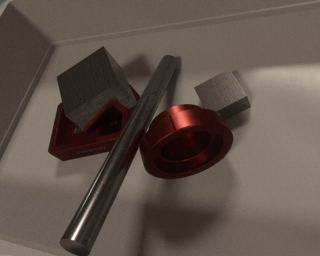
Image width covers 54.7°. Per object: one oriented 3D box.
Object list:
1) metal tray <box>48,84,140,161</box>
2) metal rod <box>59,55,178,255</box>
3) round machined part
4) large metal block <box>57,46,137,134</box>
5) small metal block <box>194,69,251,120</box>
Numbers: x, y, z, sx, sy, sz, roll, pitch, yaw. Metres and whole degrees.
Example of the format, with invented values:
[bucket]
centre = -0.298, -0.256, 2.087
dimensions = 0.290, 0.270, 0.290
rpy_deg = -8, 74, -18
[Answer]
[metal tray]
centre = -0.096, -0.007, 0.455
dimensions = 0.130, 0.030, 0.090
rpy_deg = -13, 56, 20
[metal rod]
centre = -0.026, -0.002, 0.350
dimensions = 0.025, 0.025, 0.301
rpy_deg = -6, 37, 25
[round machined part]
centre = 0.025, 0.012, 0.337
dimensions = 0.098, 0.098, 0.042
rpy_deg = -27, 53, 11
[large metal block]
centre = -0.088, -0.052, 0.427
dimensions = 0.080, 0.050, 0.080
rpy_deg = -31, 52, 8
[small metal block]
centre = 0.077, -0.039, 0.388
dimensions = 0.050, 0.025, 0.050
rpy_deg = -28, 52, 10
